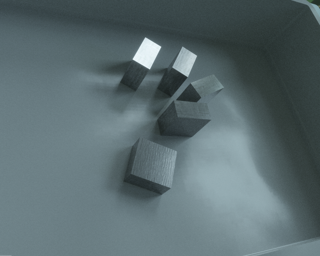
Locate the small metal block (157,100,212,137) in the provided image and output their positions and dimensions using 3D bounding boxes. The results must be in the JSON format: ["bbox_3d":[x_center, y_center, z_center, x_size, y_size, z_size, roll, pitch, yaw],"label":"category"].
[{"bbox_3d":[0.032,-0.011,0.413,0.050,0.050,0.025,3,61,-27],"label":"small metal block"}]

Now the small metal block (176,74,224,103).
[{"bbox_3d":[0.056,-0.047,0.448,0.050,0.050,0.025,-25,76,-37],"label":"small metal block"}]

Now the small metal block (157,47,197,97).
[{"bbox_3d":[0.025,-0.082,0.452,0.025,0.050,0.050,31,52,-9],"label":"small metal block"}]

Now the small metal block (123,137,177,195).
[{"bbox_3d":[-0.011,0.046,0.372,0.050,0.025,0.050,22,53,-15],"label":"small metal block"}]

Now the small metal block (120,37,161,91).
[{"bbox_3d":[-0.027,-0.088,0.428,0.025,0.050,0.050,29,52,-10],"label":"small metal block"}]
